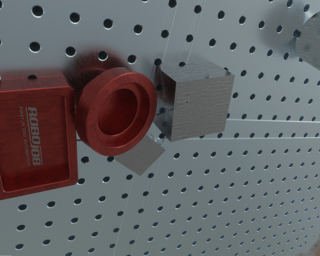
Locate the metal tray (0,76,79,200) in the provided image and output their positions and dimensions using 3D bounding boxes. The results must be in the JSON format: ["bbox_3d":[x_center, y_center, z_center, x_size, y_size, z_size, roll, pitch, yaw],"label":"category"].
[{"bbox_3d":[-0.140,0.012,0.339,0.091,0.030,0.129,-9,122,-24],"label":"metal tray"}]

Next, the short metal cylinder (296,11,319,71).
[{"bbox_3d":[0.243,-0.121,0.436,0.050,0.080,0.080,16,110,-35],"label":"short metal cylinder"}]

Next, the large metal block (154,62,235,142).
[{"bbox_3d":[0.041,-0.035,0.398,0.081,0.050,0.079,-10,123,-23],"label":"large metal block"}]

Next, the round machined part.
[{"bbox_3d":[-0.053,-0.021,0.347,0.099,0.042,0.097,-30,134,-36],"label":"round machined part"}]

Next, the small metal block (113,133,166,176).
[{"bbox_3d":[-0.029,0.029,0.415,0.050,0.025,0.050,-46,130,4],"label":"small metal block"}]
